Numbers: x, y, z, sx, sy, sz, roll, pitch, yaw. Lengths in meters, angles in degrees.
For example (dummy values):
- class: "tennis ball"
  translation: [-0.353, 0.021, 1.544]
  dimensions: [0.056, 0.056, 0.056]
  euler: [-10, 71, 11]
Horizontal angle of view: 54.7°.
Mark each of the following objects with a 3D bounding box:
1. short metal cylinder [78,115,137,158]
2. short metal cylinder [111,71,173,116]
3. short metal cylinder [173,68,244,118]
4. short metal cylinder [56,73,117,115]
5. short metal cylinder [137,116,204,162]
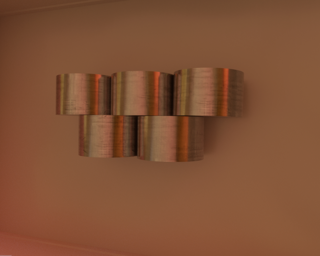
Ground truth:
- class: "short metal cylinder"
  translation: [-0.064, 0.009, 0.402]
  dimensions: [0.080, 0.080, 0.050]
  euler: [1, 91, 20]
- class: "short metal cylinder"
  translation: [-0.021, -0.040, 0.387]
  dimensions: [0.080, 0.080, 0.050]
  euler: [1, 91, 20]
- class: "short metal cylinder"
  translation: [0.055, -0.038, 0.360]
  dimensions: [0.080, 0.080, 0.050]
  euler: [2, 91, 20]
- class: "short metal cylinder"
  translation: [-0.097, -0.042, 0.414]
  dimensions: [0.080, 0.080, 0.050]
  euler: [1, 91, 20]
- class: "short metal cylinder"
  translation: [0.013, 0.011, 0.375]
  dimensions: [0.080, 0.080, 0.050]
  euler: [1, 91, 20]
